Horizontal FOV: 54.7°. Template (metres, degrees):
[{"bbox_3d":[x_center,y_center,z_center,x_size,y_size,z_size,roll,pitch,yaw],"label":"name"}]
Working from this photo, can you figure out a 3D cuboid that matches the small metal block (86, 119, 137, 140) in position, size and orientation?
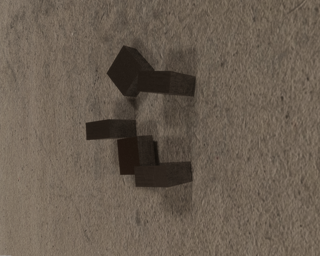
[{"bbox_3d":[-0.070,0.003,0.444,0.050,0.050,0.025,-6,86,39],"label":"small metal block"}]

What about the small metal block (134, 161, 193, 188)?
[{"bbox_3d":[0.005,0.057,0.383,0.050,0.050,0.025,-8,85,39],"label":"small metal block"}]

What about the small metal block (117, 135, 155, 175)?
[{"bbox_3d":[-0.033,0.038,0.424,0.050,0.025,0.050,-11,83,50],"label":"small metal block"}]

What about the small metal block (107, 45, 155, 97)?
[{"bbox_3d":[-0.042,-0.080,0.438,0.050,0.025,0.050,52,120,27],"label":"small metal block"}]

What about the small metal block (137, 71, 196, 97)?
[{"bbox_3d":[0.008,-0.054,0.380,0.050,0.050,0.025,9,96,39],"label":"small metal block"}]
